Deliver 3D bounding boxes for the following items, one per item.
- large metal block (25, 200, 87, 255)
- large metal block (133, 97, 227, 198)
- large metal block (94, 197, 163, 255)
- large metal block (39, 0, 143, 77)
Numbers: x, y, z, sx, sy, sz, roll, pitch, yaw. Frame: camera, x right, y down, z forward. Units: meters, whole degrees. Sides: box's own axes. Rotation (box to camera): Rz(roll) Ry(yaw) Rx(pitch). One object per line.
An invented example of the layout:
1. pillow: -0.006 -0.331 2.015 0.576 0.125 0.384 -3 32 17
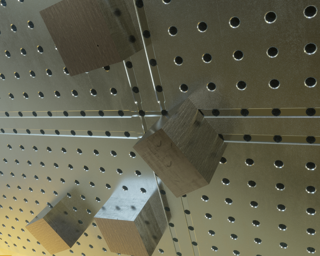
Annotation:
1. large metal block: -0.212 0.204 0.630 0.080 0.050 0.080 -31 101 37
2. large metal block: 0.027 0.022 0.374 0.050 0.080 0.080 -34 100 38
3. large metal block: -0.052 0.167 0.524 0.080 0.050 0.080 -5 116 30
4. large metal block: -0.079 -0.114 0.364 0.080 0.050 0.080 -8 114 31
